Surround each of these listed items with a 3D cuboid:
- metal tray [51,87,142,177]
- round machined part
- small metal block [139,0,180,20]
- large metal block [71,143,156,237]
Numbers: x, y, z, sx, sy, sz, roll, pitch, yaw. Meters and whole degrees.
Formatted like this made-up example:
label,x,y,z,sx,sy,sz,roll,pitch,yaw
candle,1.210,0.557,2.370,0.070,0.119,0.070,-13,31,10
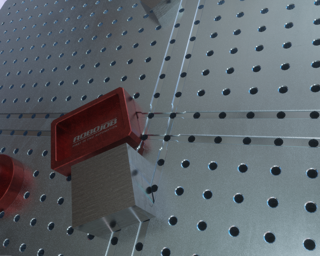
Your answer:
label,x,y,z,sx,sy,sz,roll,pitch,yaw
metal tray,-0.097,0.005,0.452,0.130,0.030,0.090,-24,53,13
round machined part,-0.269,0.085,0.487,0.098,0.042,0.098,-13,56,21
small metal block,-0.002,-0.227,0.549,0.050,0.025,0.050,-41,51,0
large metal block,-0.058,0.076,0.376,0.080,0.050,0.080,-23,53,14
